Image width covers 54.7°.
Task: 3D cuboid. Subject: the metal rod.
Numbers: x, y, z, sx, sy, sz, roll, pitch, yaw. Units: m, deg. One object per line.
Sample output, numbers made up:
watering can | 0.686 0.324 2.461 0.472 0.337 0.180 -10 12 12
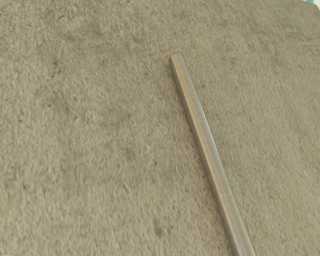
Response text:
metal rod | 0.063 0.023 0.425 0.025 0.025 0.299 -2 63 -30
